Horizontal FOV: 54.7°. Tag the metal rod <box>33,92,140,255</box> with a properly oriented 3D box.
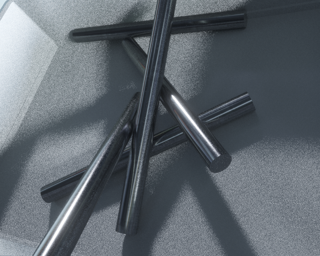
[{"bbox_3d":[-0.059,0.038,0.325,0.025,0.025,0.301,-13,28,21],"label":"metal rod"}]

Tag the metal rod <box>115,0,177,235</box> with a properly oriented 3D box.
[{"bbox_3d":[-0.015,-0.026,0.381,0.025,0.025,0.299,3,78,30],"label":"metal rod"}]

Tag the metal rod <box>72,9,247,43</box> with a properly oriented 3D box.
[{"bbox_3d":[-0.015,-0.162,0.501,0.301,0.025,0.025,3,63,25],"label":"metal rod"}]

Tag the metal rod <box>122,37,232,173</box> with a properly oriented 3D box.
[{"bbox_3d":[0.004,-0.053,0.413,0.025,0.025,0.300,-37,44,4],"label":"metal rod"}]

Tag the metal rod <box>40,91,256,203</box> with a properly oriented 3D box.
[{"bbox_3d":[-0.025,0.030,0.400,0.300,0.025,0.025,-25,53,12],"label":"metal rod"}]
